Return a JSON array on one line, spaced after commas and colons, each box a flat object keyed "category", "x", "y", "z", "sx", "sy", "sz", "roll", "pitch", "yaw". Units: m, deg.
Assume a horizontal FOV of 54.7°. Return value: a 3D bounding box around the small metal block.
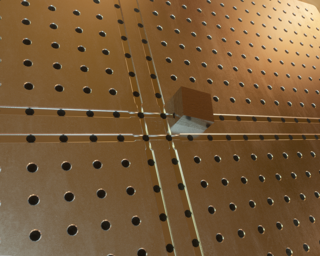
[{"category": "small metal block", "x": 0.049, "y": -0.029, "z": 0.454, "sx": 0.050, "sy": 0.025, "sz": 0.050, "roll": 12, "pitch": 57, "yaw": -22}]
